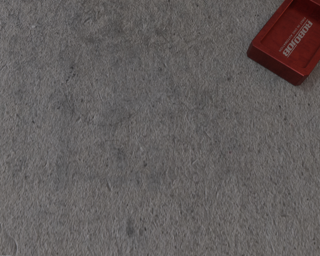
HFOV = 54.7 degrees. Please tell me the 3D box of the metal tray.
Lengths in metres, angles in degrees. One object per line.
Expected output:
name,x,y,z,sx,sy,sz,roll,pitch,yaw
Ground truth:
metal tray,0.202,-0.136,0.456,0.090,0.030,0.130,36,74,12
